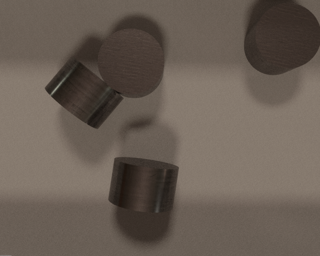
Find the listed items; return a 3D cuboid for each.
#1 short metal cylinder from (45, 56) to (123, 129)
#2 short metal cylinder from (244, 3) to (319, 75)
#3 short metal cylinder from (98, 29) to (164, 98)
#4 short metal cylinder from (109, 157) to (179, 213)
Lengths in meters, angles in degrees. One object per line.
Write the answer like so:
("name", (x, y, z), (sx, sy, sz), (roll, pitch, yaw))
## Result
("short metal cylinder", (-0.092, -0.043, 0.383), (0.080, 0.080, 0.050), (40, 90, -1))
("short metal cylinder", (0.156, -0.112, 0.401), (0.081, 0.050, 0.079), (0, 90, -1))
("short metal cylinder", (-0.035, -0.080, 0.398), (0.081, 0.050, 0.079), (0, 90, -1))
("short metal cylinder", (-0.020, 0.068, 0.384), (0.081, 0.080, 0.050), (8, 90, -1))
